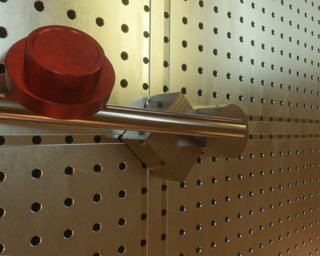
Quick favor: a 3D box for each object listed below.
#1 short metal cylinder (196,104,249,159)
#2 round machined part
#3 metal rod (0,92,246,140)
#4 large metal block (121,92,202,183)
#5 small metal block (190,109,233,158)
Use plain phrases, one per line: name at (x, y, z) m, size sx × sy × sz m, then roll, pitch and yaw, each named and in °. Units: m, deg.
short metal cylinder at (0.090, 0.005, 0.471) m, size 0.081 × 0.050 × 0.079 m, roll 0°, pitch 90°, yaw -40°
round machined part at (-0.089, -0.058, 0.289) m, size 0.099 × 0.042 × 0.098 m, roll 14°, pitch 48°, yaw -15°
metal rod at (-0.041, -0.011, 0.319) m, size 0.302 × 0.025 × 0.025 m, roll 5°, pitch 87°, yaw -23°
large metal block at (0.011, 0.011, 0.401) m, size 0.080 × 0.050 × 0.080 m, roll 52°, pitch 60°, yaw -28°
small metal block at (0.071, 0.007, 0.403) m, size 0.050 × 0.025 × 0.050 m, roll 24°, pitch 75°, yaw -38°
